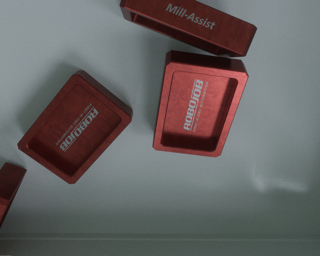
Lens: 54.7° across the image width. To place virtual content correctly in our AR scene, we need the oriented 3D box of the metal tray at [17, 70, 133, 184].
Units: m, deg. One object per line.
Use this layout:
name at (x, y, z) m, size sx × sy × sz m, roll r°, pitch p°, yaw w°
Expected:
metal tray at (-0.110, 0.001, 0.407) m, size 0.090 × 0.030 × 0.130 m, roll 40°, pitch 105°, yaw -14°

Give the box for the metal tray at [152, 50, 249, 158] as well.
metal tray at (0.043, -0.024, 0.379) m, size 0.091 × 0.030 × 0.129 m, roll 7°, pitch 129°, yaw -3°

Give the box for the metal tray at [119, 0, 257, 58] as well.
metal tray at (0.026, -0.113, 0.333) m, size 0.131 × 0.090 × 0.030 m, roll 19°, pitch 100°, yaw -8°

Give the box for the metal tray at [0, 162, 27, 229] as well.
metal tray at (-0.226, 0.121, 0.411) m, size 0.030 × 0.090 × 0.129 m, roll 25°, pitch 103°, yaw -16°
